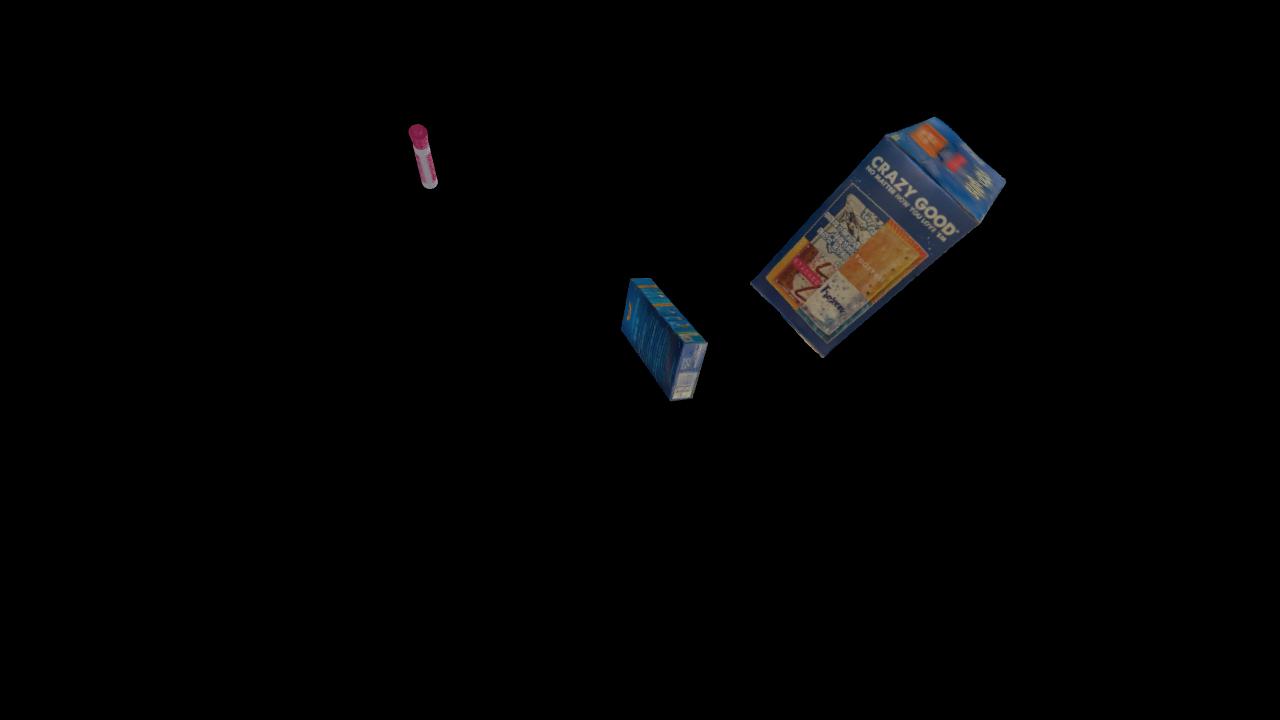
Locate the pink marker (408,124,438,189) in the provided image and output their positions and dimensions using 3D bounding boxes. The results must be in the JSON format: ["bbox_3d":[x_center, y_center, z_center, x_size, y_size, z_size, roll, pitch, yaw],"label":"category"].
[{"bbox_3d":[-0.243,-0.228,0.693,0.020,0.020,0.121,0,-10,-13],"label":"pink marker"}]

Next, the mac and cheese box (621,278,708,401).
[{"bbox_3d":[0.028,-0.033,0.856,0.041,0.093,0.184,-5,36,-23],"label":"mac and cheese box"}]

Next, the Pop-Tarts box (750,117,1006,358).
[{"bbox_3d":[0.186,-0.100,0.475,0.167,0.083,0.141,-35,-11,-49],"label":"Pop-Tarts box"}]
